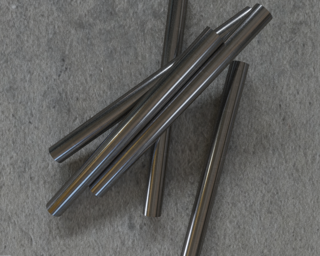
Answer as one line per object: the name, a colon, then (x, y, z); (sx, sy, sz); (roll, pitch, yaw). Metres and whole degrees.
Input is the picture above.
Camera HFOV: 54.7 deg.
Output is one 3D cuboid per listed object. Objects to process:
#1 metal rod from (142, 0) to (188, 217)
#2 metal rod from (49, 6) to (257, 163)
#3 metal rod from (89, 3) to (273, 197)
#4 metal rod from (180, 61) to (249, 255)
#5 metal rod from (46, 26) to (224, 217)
metal rod: (0.008, -0.034, 0.410); (0.025, 0.025, 0.298); (7, 90, -1)
metal rod: (-0.011, -0.051, 0.386); (0.300, 0.025, 0.025); (-35, 91, 5)
metal rod: (0.016, -0.024, 0.378); (0.025, 0.025, 0.299); (43, 102, -1)
metal rod: (0.069, 0.059, 0.410); (0.025, 0.025, 0.298); (14, 90, -1)
metal rod: (-0.039, 0.001, 0.377); (0.025, 0.025, 0.299); (43, 102, -1)
